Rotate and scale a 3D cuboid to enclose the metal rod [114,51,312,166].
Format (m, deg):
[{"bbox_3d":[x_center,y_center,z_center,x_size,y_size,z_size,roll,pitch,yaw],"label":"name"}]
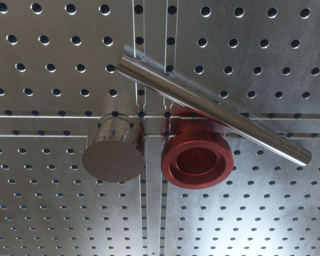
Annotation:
[{"bbox_3d":[0.082,-0.016,0.399,0.302,0.025,0.025,25,126,-20],"label":"metal rod"}]

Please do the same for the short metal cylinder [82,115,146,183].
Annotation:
[{"bbox_3d":[-0.060,0.029,0.419,0.081,0.050,0.079,-1,130,0],"label":"short metal cylinder"}]

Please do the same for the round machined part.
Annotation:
[{"bbox_3d":[0.051,0.039,0.435,0.099,0.042,0.097,-1,130,0],"label":"round machined part"}]
